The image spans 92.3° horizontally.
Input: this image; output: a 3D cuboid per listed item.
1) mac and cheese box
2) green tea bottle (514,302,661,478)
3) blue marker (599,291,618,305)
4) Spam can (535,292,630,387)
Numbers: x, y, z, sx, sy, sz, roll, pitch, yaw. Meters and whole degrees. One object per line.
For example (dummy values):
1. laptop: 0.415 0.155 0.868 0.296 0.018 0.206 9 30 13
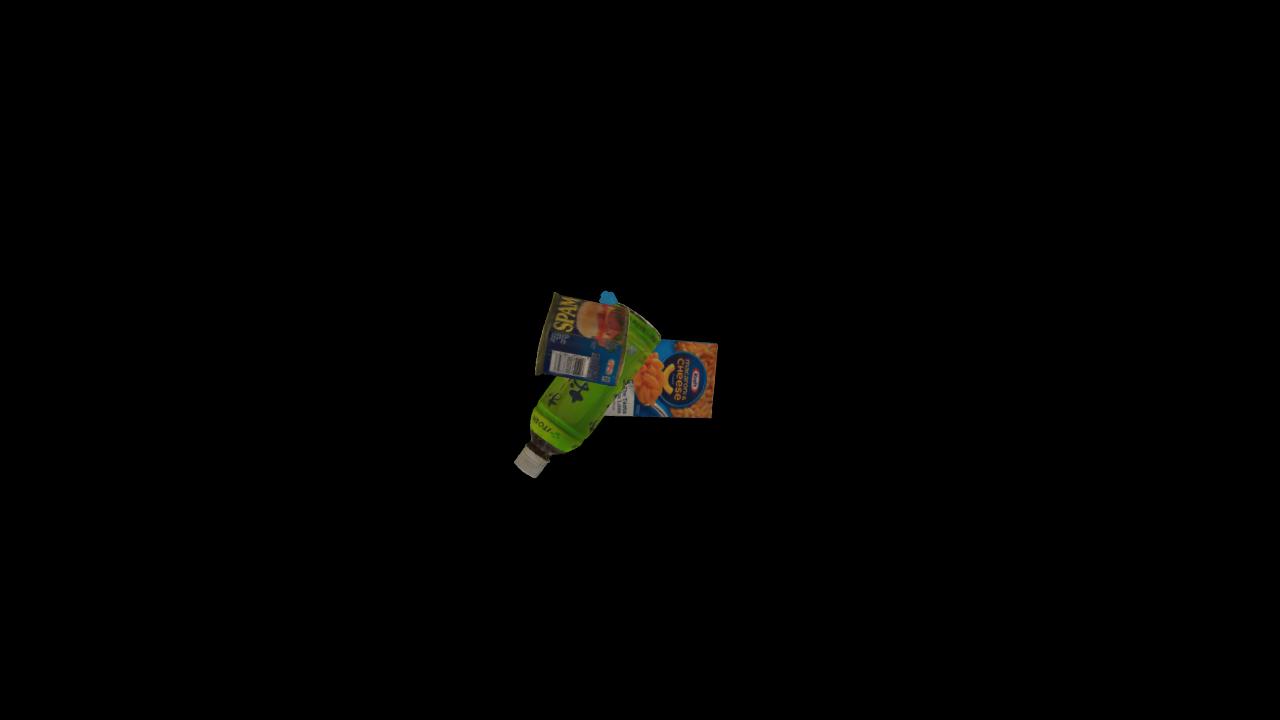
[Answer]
1. mac and cheese box: -0.001 0.019 0.710 0.184 0.093 0.041 3 2 -22
2. green tea bottle: -0.064 0.037 0.686 0.073 0.212 0.073 36 -3 3
3. blue marker: -0.013 -0.031 0.716 0.020 0.121 0.020 -22 34 16
4. Spam can: -0.057 -0.021 0.641 0.085 0.058 0.101 11 35 -5
